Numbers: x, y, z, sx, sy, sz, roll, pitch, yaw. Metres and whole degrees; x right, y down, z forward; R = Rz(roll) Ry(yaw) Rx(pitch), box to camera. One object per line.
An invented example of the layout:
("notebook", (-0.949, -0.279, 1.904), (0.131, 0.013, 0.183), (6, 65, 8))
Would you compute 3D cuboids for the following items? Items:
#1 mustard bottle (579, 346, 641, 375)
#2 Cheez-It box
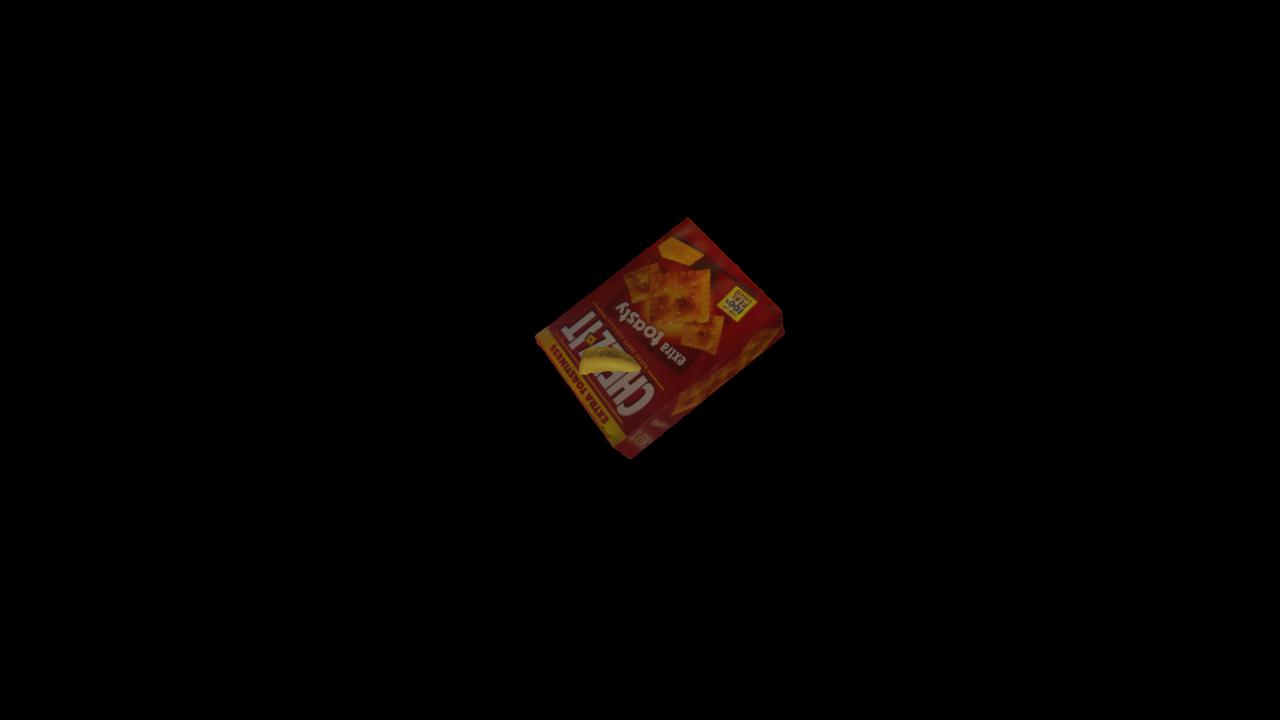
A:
("mustard bottle", (-0.006, -0.031, 0.714), (0.092, 0.054, 0.184), (10, 38, 5))
("Cheez-It box", (0.020, -0.027, 0.675), (0.223, 0.166, 0.071), (-38, -27, 0))
